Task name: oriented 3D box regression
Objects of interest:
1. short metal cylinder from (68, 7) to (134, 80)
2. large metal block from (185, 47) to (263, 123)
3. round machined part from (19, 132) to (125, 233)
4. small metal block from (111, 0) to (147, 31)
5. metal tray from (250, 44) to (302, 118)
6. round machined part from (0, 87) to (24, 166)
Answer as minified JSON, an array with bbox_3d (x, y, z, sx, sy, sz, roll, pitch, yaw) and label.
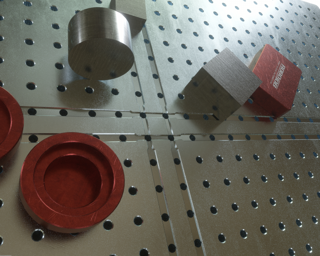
[{"bbox_3d":[-0.076,-0.105,0.396,0.081,0.080,0.050,5,60,-26],"label":"short metal cylinder"},{"bbox_3d":[0.102,-0.069,0.489,0.080,0.050,0.080,45,51,3],"label":"large metal block"},{"bbox_3d":[-0.089,0.057,0.314,0.099,0.042,0.098,14,56,-21],"label":"round machined part"},{"bbox_3d":[-0.051,-0.189,0.496,0.050,0.025,0.050,8,58,-24],"label":"small metal block"},{"bbox_3d":[0.207,-0.090,0.571,0.090,0.030,0.130,37,51,-3],"label":"metal tray"},{"bbox_3d":[-0.185,0.002,0.296,0.099,0.042,0.098,14,56,-21],"label":"round machined part"}]
